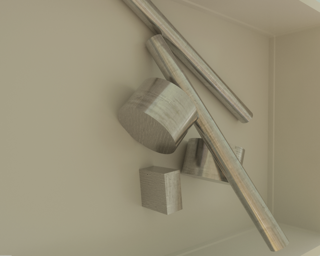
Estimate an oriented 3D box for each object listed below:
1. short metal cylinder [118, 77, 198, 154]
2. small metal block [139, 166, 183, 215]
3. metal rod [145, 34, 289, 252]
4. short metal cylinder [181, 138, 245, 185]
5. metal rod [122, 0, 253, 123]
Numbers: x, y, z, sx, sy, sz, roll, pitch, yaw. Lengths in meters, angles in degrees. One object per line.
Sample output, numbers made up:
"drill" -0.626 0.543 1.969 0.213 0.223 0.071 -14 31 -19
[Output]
"short metal cylinder" -0.003 -0.014 0.370 0.080 0.080 0.050 52 60 -28
"small metal block" 0.000 0.077 0.393 0.025 0.050 0.050 -8 95 -40
"metal rod" 0.067 0.013 0.388 0.025 0.025 0.299 -26 82 -37
"short metal cylinder" 0.075 0.049 0.436 0.080 0.080 0.050 21 77 -38
"metal rod" 0.050 -0.096 0.450 0.301 0.025 0.025 38 67 -34
